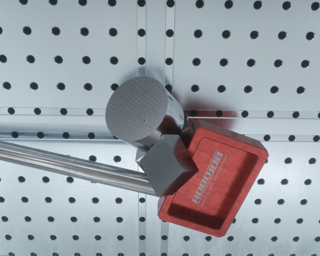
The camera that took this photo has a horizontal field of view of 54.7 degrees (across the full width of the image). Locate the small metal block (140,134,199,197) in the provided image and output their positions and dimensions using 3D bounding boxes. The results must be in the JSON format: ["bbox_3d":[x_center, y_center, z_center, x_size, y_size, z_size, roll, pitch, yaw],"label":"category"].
[{"bbox_3d":[0.009,0.042,0.352,0.025,0.050,0.050,4,137,-43],"label":"small metal block"}]

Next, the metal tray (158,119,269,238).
[{"bbox_3d":[0.061,0.064,0.379,0.091,0.030,0.129,19,109,-7],"label":"metal tray"}]

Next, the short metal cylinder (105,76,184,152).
[{"bbox_3d":[-0.018,-0.015,0.372,0.080,0.080,0.050,-33,150,11],"label":"short metal cylinder"}]

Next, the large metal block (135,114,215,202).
[{"bbox_3d":[0.025,0.042,0.414,0.080,0.050,0.080,-34,107,11],"label":"large metal block"}]

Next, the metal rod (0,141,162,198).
[{"bbox_3d":[-0.142,0.043,0.396,0.302,0.025,0.025,12,110,7],"label":"metal rod"}]
